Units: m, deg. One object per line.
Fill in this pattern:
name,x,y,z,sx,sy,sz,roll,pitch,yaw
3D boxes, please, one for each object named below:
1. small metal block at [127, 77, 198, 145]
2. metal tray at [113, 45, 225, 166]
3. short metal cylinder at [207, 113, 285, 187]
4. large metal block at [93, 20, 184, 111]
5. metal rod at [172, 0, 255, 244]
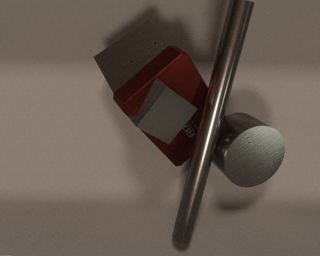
small metal block,0.003,-0.017,0.328,0.050,0.025,0.050,31,101,-40
metal tray,0.018,-0.021,0.371,0.090,0.030,0.130,-41,131,0
short metal cylinder,0.105,0.026,0.385,0.081,0.050,0.079,-6,112,-16
large metal block,-0.021,-0.071,0.386,0.080,0.050,0.080,-31,81,11
metal rod,0.057,0.008,0.365,0.025,0.025,0.298,11,109,-1
